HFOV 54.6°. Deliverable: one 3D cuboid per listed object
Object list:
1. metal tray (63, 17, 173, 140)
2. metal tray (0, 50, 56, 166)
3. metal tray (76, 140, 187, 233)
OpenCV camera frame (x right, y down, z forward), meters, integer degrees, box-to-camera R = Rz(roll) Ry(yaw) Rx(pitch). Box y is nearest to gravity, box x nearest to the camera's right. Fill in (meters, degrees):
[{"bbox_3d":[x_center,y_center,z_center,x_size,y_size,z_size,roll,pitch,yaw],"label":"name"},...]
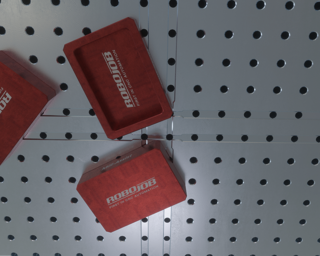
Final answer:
[{"bbox_3d":[-0.048,-0.060,0.388,0.090,0.030,0.130,-21,109,7],"label":"metal tray"},{"bbox_3d":[-0.211,-0.022,0.401,0.090,0.030,0.130,38,105,-13],"label":"metal tray"},{"bbox_3d":[-0.039,0.085,0.442,0.130,0.030,0.090,-26,108,9],"label":"metal tray"}]
